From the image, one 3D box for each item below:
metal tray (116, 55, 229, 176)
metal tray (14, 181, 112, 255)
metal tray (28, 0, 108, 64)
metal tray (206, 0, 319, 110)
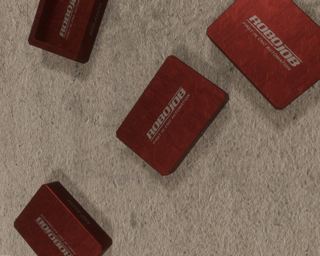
[{"bbox_3d":[0.014,-0.015,0.401,0.090,0.030,0.129,39,102,15],"label":"metal tray"},{"bbox_3d":[-0.145,0.155,0.456,0.130,0.030,0.090,42,103,14],"label":"metal tray"},{"bbox_3d":[-0.131,-0.169,0.450,0.090,0.030,0.129,22,97,18],"label":"metal tray"},{"bbox_3d":[0.130,-0.096,0.361,0.090,0.030,0.130,-42,77,14],"label":"metal tray"}]
